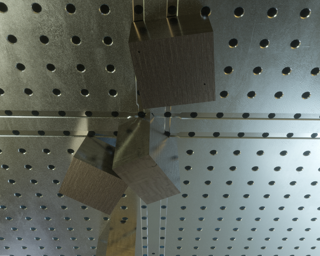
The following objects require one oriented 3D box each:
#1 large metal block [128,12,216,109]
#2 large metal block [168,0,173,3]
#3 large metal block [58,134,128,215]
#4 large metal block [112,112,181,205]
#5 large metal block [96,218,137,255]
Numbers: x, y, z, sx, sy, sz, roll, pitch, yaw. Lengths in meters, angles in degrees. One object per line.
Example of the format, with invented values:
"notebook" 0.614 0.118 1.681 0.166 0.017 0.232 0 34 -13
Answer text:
"large metal block" 0.015 -0.071 0.335 0.080 0.050 0.080 -6 130 5
"large metal block" -0.003 -0.167 0.253 0.080 0.050 0.080 24 126 -20
"large metal block" -0.087 0.068 0.442 0.080 0.050 0.079 27 126 -7
"large metal block" -0.015 0.040 0.409 0.050 0.080 0.080 -23 127 18
"large metal block" -0.083 0.225 0.566 0.050 0.080 0.079 19 128 -16
